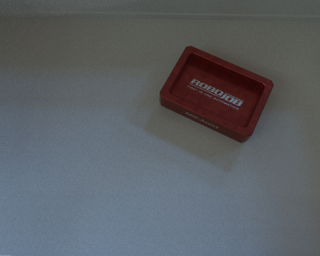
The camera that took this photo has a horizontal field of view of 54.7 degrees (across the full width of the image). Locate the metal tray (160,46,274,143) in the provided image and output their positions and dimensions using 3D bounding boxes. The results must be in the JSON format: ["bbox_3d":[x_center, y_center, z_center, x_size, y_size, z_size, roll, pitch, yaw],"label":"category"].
[{"bbox_3d":[0.076,-0.048,0.425,0.130,0.030,0.090,26,72,8],"label":"metal tray"}]
